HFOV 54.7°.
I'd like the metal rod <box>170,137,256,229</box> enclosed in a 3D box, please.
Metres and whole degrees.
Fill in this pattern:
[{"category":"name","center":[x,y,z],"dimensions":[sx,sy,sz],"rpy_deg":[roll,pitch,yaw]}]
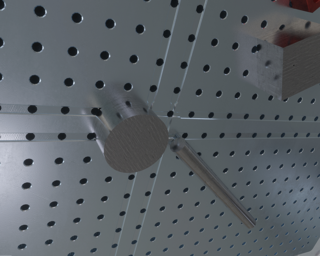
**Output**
[{"category":"metal rod","center":[0.104,0.108,0.534],"dimensions":[0.025,0.025,0.300],"rpy_deg":[-42,130,1]}]

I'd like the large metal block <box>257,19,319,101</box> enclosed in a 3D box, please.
[{"category":"large metal block","center":[0.187,-0.097,0.437],"dimensions":[0.081,0.050,0.080],"rpy_deg":[-25,128,-13]}]

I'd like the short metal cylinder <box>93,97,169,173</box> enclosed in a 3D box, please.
[{"category":"short metal cylinder","center":[-0.037,0.008,0.380],"dimensions":[0.081,0.050,0.079],"rpy_deg":[-14,124,-21]}]

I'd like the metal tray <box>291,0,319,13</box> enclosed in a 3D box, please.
[{"category":"metal tray","center":[0.218,-0.222,0.388],"dimensions":[0.130,0.030,0.090],"rpy_deg":[-40,130,-1]}]
